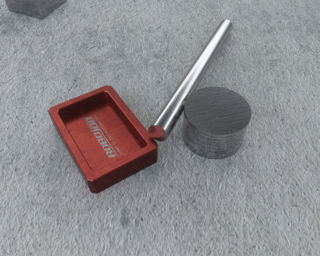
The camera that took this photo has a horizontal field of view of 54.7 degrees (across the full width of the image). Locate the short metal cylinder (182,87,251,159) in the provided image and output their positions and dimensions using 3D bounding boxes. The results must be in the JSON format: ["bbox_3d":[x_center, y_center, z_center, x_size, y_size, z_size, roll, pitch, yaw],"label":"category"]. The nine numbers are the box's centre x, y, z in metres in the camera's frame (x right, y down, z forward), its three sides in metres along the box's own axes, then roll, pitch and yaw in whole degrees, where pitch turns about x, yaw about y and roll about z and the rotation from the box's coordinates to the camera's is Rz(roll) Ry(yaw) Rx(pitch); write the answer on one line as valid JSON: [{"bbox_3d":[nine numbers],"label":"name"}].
[{"bbox_3d":[0.070,-0.007,0.394,0.081,0.050,0.080,0,50,0],"label":"short metal cylinder"}]

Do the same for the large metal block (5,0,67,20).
[{"bbox_3d":[-0.244,-0.262,0.604,0.080,0.050,0.080,19,53,15],"label":"large metal block"}]

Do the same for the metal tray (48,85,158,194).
[{"bbox_3d":[-0.073,0.008,0.392,0.091,0.030,0.130,-26,55,-21],"label":"metal tray"}]

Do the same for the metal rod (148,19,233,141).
[{"bbox_3d":[0.058,-0.089,0.460,0.025,0.025,0.301,19,47,15],"label":"metal rod"}]
